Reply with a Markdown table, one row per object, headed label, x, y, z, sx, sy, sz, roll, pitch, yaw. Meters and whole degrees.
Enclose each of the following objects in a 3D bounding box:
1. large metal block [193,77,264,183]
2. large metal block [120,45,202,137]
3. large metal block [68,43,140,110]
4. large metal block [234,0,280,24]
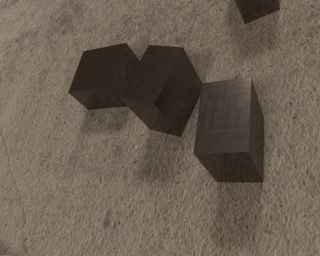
| label | x | y | z | sx | sy | sz | roll | pitch | yaw |
| --- | --- | --- | --- | --- | --- | --- | --- | --- | --- |
| large metal block | 0.076 | 0.006 | 0.324 | 0.050 | 0.080 | 0.080 | -4 | 60 | 26 |
| large metal block | 0.006 | -0.046 | 0.392 | 0.050 | 0.080 | 0.080 | 14 | 69 | 33 |
| large metal block | -0.082 | -0.077 | 0.477 | 0.080 | 0.050 | 0.080 | -3 | 60 | 26 |
| large metal block | 0.124 | -0.209 | 0.431 | 0.050 | 0.080 | 0.080 | -20 | 54 | 16 |
